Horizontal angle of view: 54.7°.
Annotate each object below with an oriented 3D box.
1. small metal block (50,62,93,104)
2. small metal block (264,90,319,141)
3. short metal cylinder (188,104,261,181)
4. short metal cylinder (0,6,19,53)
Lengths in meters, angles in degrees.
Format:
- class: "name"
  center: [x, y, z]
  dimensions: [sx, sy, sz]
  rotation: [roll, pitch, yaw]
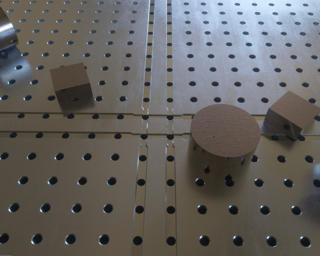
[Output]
- class: "small metal block"
  center: [-0.133, -0.068, 0.464]
  dimensions: [0.050, 0.025, 0.050]
  rotation: [-16, 52, -13]
- class: "small metal block"
  center: [0.181, -0.018, 0.424]
  dimensions: [0.050, 0.025, 0.050]
  rotation: [-36, 59, -26]
- class: "short metal cylinder"
  center: [0.076, 0.017, 0.378]
  dimensions: [0.081, 0.050, 0.080]
  rotation: [0, 50, 0]
- class: "short metal cylinder"
  center: [-0.279, -0.163, 0.507]
  dimensions: [0.050, 0.080, 0.080]
  rotation: [-37, 59, -27]
